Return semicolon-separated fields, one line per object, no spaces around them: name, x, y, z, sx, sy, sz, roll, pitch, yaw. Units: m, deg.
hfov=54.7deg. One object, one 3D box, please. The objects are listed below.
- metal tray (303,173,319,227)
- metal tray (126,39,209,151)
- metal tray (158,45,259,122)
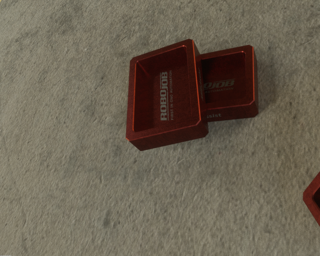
metal tray;0.168;0.039;0.220;0.090;0.030;0.129;-100;26;-55
metal tray;0.007;-0.043;0.382;0.090;0.030;0.130;-14;56;20
metal tray;0.057;-0.053;0.401;0.130;0.030;0.090;-6;59;24
